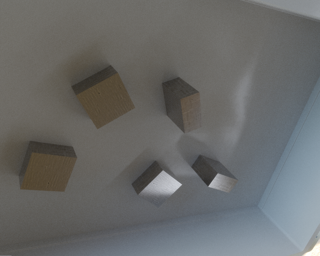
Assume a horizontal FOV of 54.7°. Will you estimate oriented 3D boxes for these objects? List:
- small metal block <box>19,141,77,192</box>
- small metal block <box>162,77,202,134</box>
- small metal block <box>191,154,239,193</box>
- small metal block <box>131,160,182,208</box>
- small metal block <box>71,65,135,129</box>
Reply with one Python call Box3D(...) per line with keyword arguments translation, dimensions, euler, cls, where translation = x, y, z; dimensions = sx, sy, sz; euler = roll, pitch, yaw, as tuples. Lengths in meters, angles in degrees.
Box3D(translation=(-0.132, 0.046, 0.365), dimensions=(0.050, 0.025, 0.050), euler=(12, 112, -33), cls="small metal block")
Box3D(translation=(0.028, -0.029, 0.389), dimensions=(0.025, 0.050, 0.050), euler=(-22, 127, -16), cls="small metal block")
Box3D(translation=(0.085, 0.071, 0.483), dimensions=(0.050, 0.050, 0.025), euler=(22, 106, -36), cls="small metal block")
Box3D(translation=(-0.004, 0.083, 0.458), dimensions=(0.050, 0.025, 0.050), euler=(-45, 129, 3), cls="small metal block")
Box3D(translation=(-0.064, -0.035, 0.352), dimensions=(0.050, 0.025, 0.050), euler=(-31, 129, -9), cls="small metal block")
